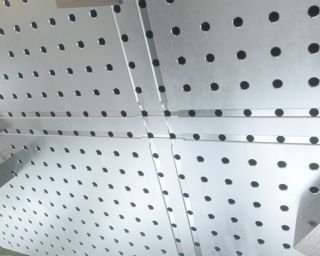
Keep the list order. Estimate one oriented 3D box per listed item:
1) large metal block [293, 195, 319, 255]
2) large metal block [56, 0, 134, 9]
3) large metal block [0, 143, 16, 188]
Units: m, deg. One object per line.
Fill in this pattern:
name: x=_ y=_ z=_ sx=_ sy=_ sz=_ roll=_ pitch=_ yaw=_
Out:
large metal block: x=0.214 y=0.120 z=0.356 sx=0.080 sy=0.050 sz=0.079 roll=29 pitch=128 yaw=10
large metal block: x=-0.071 y=-0.174 z=0.326 sx=0.080 sy=0.050 sz=0.080 roll=7 pitch=122 yaw=24
large metal block: x=-0.336 y=0.084 z=0.606 sx=0.050 sy=0.080 sz=0.080 roll=32 pitch=129 yaw=7
